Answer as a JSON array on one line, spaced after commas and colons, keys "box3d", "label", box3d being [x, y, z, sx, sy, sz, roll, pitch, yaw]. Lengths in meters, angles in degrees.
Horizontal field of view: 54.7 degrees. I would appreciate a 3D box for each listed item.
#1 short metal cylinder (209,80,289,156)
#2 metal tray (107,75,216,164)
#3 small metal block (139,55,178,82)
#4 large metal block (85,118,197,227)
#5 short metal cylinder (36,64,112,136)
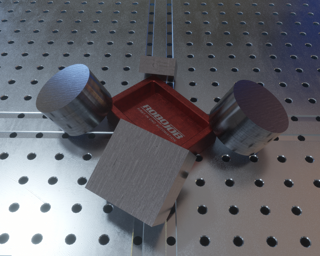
[{"box3d": [0.109, -0.013, 0.383, 0.081, 0.050, 0.080, 18, 47, -20], "label": "short metal cylinder"}, {"box3d": [0.000, -0.010, 0.411, 0.091, 0.030, 0.130, -34, 58, -25], "label": "metal tray"}, {"box3d": [-0.001, -0.087, 0.461, 0.050, 0.050, 0.025, 7, 88, 6], "label": "small metal block"}, {"box3d": [-0.018, 0.047, 0.329, 0.080, 0.050, 0.080, 25, 85, 19], "label": "large metal block"}, {"box3d": [-0.110, -0.036, 0.402, 0.080, 0.050, 0.080, -17, 48, 19], "label": "short metal cylinder"}]
